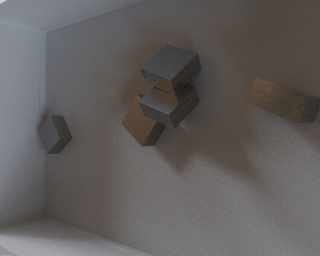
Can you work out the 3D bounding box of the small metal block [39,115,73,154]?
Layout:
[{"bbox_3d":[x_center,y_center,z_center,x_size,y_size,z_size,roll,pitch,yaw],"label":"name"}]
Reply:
[{"bbox_3d":[-0.190,0.012,0.560,0.050,0.025,0.050,-43,65,31],"label":"small metal block"}]

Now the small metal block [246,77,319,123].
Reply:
[{"bbox_3d":[0.118,-0.026,0.292,0.050,0.050,0.025,29,108,36],"label":"small metal block"}]

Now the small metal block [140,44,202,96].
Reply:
[{"bbox_3d":[0.014,-0.072,0.376,0.050,0.025,0.050,28,65,36],"label":"small metal block"}]

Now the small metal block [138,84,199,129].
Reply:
[{"bbox_3d":[0.011,-0.032,0.378,0.050,0.025,0.050,25,61,37],"label":"small metal block"}]

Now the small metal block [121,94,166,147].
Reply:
[{"bbox_3d":[-0.019,-0.010,0.421,0.050,0.025,0.050,45,117,30],"label":"small metal block"}]
